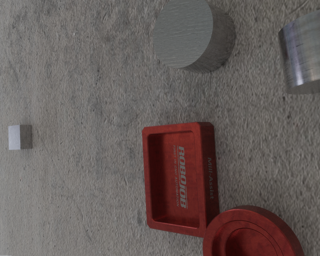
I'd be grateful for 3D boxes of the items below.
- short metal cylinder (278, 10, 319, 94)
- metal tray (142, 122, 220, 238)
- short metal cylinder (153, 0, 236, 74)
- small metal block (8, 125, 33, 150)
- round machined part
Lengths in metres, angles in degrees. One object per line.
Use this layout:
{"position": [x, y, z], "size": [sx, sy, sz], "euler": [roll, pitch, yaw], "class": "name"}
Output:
{"position": [0.142, -0.061, 0.252], "size": [0.080, 0.081, 0.050], "euler": [-11, 83, 39], "class": "short metal cylinder"}
{"position": [0.023, 0.060, 0.382], "size": [0.090, 0.030, 0.129], "euler": [-5, 87, 39], "class": "metal tray"}
{"position": [0.039, -0.106, 0.357], "size": [0.080, 0.050, 0.080], "euler": [0, 90, 40], "class": "short metal cylinder"}
{"position": [-0.291, 0.020, 0.646], "size": [0.050, 0.025, 0.050], "euler": [-5, 87, 40], "class": "small metal block"}
{"position": [0.096, 0.128, 0.315], "size": [0.098, 0.042, 0.097], "euler": [0, 90, 40], "class": "round machined part"}
